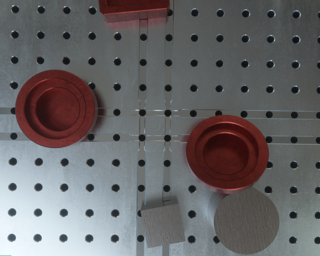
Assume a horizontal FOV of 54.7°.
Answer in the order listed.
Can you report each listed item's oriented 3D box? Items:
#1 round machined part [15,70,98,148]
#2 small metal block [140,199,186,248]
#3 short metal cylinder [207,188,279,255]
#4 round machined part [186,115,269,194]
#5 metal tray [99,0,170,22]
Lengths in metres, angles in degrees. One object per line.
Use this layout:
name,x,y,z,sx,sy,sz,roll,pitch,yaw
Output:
round machined part,-0.130,-0.024,0.403,0.099,0.042,0.097,0,90,-1
small metal block,0.004,0.127,0.414,0.050,0.025,0.050,-10,90,-1
short metal cylinder,0.106,0.114,0.402,0.081,0.050,0.079,0,90,-1
round machined part,0.083,0.036,0.394,0.099,0.042,0.098,-2,64,5
metal tray,-0.038,-0.213,0.410,0.091,0.030,0.129,-6,90,-1
